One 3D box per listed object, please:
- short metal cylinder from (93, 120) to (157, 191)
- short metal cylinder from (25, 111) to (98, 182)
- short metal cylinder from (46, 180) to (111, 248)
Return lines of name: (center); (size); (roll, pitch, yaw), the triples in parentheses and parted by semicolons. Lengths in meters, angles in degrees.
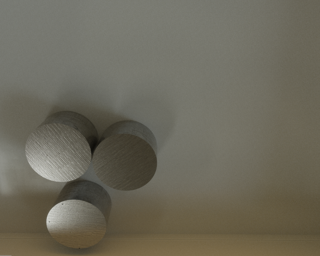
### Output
short metal cylinder: (-0.044, 0.035, 0.410); (0.081, 0.050, 0.079); (0, 110, -1)
short metal cylinder: (-0.125, 0.023, 0.405); (0.081, 0.050, 0.079); (0, 110, -1)
short metal cylinder: (-0.113, 0.122, 0.442); (0.081, 0.050, 0.079); (0, 110, -1)
